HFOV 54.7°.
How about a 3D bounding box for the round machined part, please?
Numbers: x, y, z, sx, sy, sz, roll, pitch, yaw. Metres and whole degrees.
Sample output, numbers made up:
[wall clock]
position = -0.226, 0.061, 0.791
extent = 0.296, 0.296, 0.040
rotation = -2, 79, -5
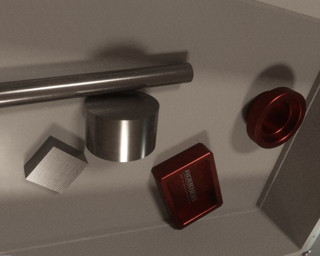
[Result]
[round machined part]
position = 0.175, -0.020, 0.484
extent = 0.099, 0.042, 0.097
rotation = -14, 125, -21

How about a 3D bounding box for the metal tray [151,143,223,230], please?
[metal tray]
position = 0.047, 0.095, 0.492
extent = 0.091, 0.030, 0.129
rotation = -27, 128, -12

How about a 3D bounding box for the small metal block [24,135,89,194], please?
[small metal block]
position = -0.124, 0.044, 0.370
extent = 0.050, 0.025, 0.050
rotation = -48, 129, 6

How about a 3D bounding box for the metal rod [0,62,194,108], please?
[metal rod]
position = -0.101, -0.043, 0.327
extent = 0.303, 0.025, 0.025
rotation = -11, 123, -23

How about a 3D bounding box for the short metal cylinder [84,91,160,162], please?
[short metal cylinder]
position = -0.043, -0.006, 0.347
extent = 0.081, 0.080, 0.050
rotation = -9, 122, -24
